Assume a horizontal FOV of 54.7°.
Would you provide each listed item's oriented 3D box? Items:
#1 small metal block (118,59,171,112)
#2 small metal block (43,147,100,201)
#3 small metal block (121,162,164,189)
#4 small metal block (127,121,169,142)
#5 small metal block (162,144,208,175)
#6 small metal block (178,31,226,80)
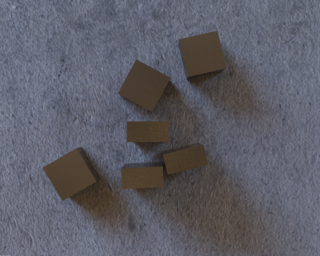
[{"bbox_3d":[-0.020,-0.054,0.410,0.050,0.025,0.050,28,90,-1],"label":"small metal block"},{"bbox_3d":[-0.116,0.060,0.409,0.050,0.025,0.050,-30,90,-1],"label":"small metal block"},{"bbox_3d":[-0.021,0.060,0.397,0.050,0.050,0.025,-3,90,-1],"label":"small metal block"},{"bbox_3d":[-0.015,0.004,0.397,0.050,0.050,0.025,0,90,-1],"label":"small metal block"},{"bbox_3d":[0.031,0.038,0.398,0.050,0.050,0.025,-13,90,0],"label":"small metal block"},{"bbox_3d":[0.055,-0.096,0.411,0.050,0.025,0.050,-13,90,-1],"label":"small metal block"}]
